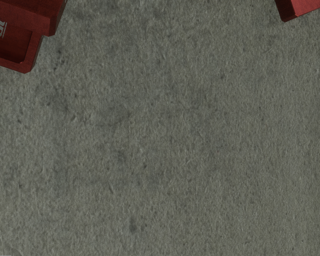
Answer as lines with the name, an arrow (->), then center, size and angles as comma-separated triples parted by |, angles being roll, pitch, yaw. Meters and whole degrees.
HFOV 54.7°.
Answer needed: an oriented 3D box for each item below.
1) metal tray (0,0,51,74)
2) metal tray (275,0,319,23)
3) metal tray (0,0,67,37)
metal tray -> -0.161, -0.133, 0.319 | 0.091, 0.030, 0.129 | 18, 108, -20
metal tray -> 0.240, -0.235, 0.497 | 0.131, 0.030, 0.090 | -26, 99, -19
metal tray -> -0.139, -0.168, 0.327 | 0.091, 0.030, 0.130 | 16, 62, -16
